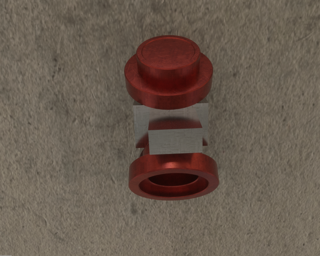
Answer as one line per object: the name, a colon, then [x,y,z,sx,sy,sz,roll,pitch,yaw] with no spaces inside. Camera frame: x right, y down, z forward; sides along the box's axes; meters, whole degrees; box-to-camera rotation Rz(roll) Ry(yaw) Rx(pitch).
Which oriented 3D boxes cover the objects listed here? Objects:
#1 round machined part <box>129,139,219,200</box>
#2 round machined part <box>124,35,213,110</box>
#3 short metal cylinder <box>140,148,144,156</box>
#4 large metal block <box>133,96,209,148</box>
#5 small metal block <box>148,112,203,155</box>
round machined part: [0.015,0.046,0.349,0.099,0.042,0.098,-1,149,-1]
round machined part: [0.009,-0.068,0.343,0.099,0.098,0.042,-2,135,0]
short metal cylinder: [0.012,0.039,0.413,0.081,0.050,0.079,0,110,-1]
large metal block: [0.012,-0.016,0.375,0.081,0.080,0.050,-2,110,0]
small metal block: [0.015,0.004,0.313,0.050,0.050,0.025,-2,110,1]
